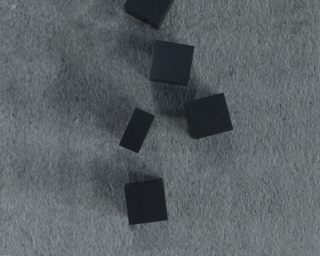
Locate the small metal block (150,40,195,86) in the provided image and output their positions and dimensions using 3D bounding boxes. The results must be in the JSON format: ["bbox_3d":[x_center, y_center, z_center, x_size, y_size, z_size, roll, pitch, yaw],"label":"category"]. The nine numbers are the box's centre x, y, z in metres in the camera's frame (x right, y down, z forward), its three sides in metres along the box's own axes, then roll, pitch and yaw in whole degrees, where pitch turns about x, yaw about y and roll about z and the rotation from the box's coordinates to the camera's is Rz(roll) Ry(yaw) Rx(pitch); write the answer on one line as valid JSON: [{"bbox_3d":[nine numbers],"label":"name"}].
[{"bbox_3d":[0.016,-0.085,0.410,0.050,0.025,0.050,9,90,-1],"label":"small metal block"}]

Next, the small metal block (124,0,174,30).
[{"bbox_3d":[-0.012,-0.167,0.410,0.050,0.025,0.050,28,90,-1],"label":"small metal block"}]

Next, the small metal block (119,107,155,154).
[{"bbox_3d":[-0.028,0.003,0.397,0.025,0.050,0.050,24,90,0],"label":"small metal block"}]

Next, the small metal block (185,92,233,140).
[{"bbox_3d":[0.064,-0.016,0.411,0.050,0.025,0.050,-15,90,-1],"label":"small metal block"}]

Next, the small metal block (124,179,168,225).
[{"bbox_3d":[-0.018,0.097,0.410,0.050,0.025,0.050,-7,90,-1],"label":"small metal block"}]
